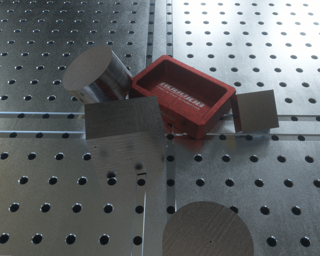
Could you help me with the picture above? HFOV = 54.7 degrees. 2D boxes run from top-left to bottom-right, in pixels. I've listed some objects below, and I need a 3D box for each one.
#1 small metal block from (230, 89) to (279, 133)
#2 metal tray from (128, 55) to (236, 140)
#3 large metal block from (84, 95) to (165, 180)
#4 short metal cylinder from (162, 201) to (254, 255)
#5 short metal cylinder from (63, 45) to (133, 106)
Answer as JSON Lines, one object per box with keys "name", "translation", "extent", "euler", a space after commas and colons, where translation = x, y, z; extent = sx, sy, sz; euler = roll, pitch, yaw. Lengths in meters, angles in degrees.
{"name": "small metal block", "translation": [0.125, -0.021, 0.410], "extent": [0.050, 0.025, 0.050], "euler": [-8, 89, -7]}
{"name": "metal tray", "translation": [0.029, -0.049, 0.445], "extent": [0.130, 0.030, 0.090], "euler": [31, 57, 23]}
{"name": "large metal block", "translation": [-0.039, 0.013, 0.361], "extent": [0.081, 0.080, 0.050], "euler": [-8, 51, -7]}
{"name": "short metal cylinder", "translation": [0.042, 0.117, 0.293], "extent": [0.081, 0.050, 0.080], "euler": [0, 50, 0]}
{"name": "short metal cylinder", "translation": [-0.085, -0.067, 0.427], "extent": [0.080, 0.050, 0.080], "euler": [-17, 49, 21]}
